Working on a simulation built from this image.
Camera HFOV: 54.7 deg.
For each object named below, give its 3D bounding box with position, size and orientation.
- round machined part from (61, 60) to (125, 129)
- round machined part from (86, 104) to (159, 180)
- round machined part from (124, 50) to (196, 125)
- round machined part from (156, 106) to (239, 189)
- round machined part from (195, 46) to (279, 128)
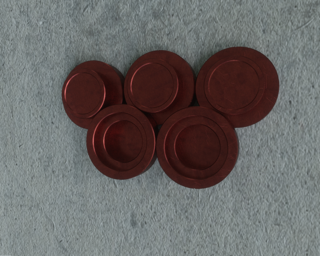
[{"bbox_3d":[-0.097,-0.047,0.434,0.098,0.042,0.097,0,90,19],"label":"round machined part"},{"bbox_3d":[-0.045,0.018,0.416,0.098,0.042,0.097,0,90,19],"label":"round machined part"},{"bbox_3d":[-0.003,-0.053,0.402,0.098,0.042,0.097,0,90,19],"label":"round machined part"},{"bbox_3d":[0.048,0.023,0.384,0.098,0.042,0.097,0,90,19],"label":"round machined part"},{"bbox_3d":[0.090,-0.049,0.369,0.098,0.042,0.097,0,90,19],"label":"round machined part"}]
